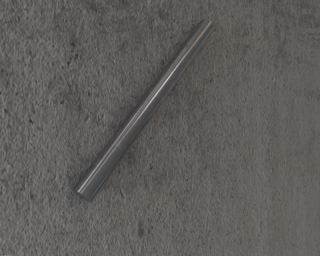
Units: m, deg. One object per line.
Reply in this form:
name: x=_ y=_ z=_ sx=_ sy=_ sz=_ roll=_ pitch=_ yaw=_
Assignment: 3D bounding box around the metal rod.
metal rod: x=-0.007 y=-0.039 z=0.397 sx=0.025 sy=0.025 sz=0.301 roll=49 pitch=61 yaw=-29
